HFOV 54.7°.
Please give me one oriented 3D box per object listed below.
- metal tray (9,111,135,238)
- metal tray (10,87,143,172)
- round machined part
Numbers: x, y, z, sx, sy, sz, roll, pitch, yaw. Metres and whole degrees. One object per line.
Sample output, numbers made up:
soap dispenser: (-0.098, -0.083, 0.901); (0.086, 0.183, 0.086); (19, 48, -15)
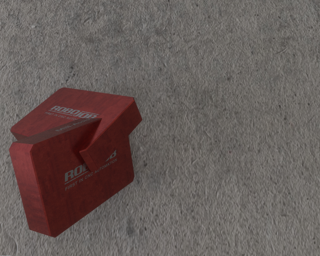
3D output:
metal tray: (-0.081, 0.039, 0.325); (0.030, 0.131, 0.089); (3, 108, 31)
metal tray: (-0.098, -0.005, 0.361); (0.130, 0.030, 0.090); (12, 47, 34)
round machined part: (-0.108, 0.037, 0.371); (0.098, 0.042, 0.098); (-12, 51, 16)
